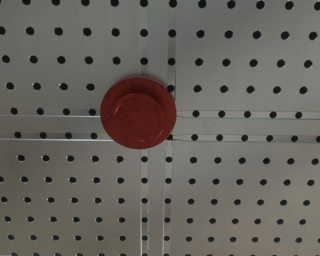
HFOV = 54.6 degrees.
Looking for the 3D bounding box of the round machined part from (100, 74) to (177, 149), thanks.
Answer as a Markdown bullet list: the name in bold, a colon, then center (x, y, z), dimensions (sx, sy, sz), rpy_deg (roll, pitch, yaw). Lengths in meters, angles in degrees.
- **round machined part**: center (-0.028, -0.017, 0.398), dimensions (0.099, 0.042, 0.097), rpy_deg (0, 110, 0)
